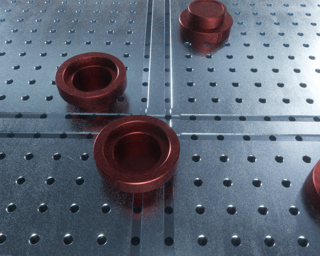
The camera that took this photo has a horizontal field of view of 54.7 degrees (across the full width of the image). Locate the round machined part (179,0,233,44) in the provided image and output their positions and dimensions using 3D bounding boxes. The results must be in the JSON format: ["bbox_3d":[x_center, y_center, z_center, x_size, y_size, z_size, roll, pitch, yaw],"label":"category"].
[{"bbox_3d":[0.084,-0.201,0.566,0.099,0.042,0.098,0,50,0],"label":"round machined part"}]

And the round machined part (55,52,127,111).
[{"bbox_3d":[-0.097,-0.064,0.449,0.099,0.042,0.098,0,50,0],"label":"round machined part"}]

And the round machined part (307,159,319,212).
[{"bbox_3d":[0.222,0.065,0.345,0.099,0.042,0.098,0,50,0],"label":"round machined part"}]

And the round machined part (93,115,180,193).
[{"bbox_3d":[-0.027,0.034,0.368,0.099,0.042,0.098,0,50,0],"label":"round machined part"}]
